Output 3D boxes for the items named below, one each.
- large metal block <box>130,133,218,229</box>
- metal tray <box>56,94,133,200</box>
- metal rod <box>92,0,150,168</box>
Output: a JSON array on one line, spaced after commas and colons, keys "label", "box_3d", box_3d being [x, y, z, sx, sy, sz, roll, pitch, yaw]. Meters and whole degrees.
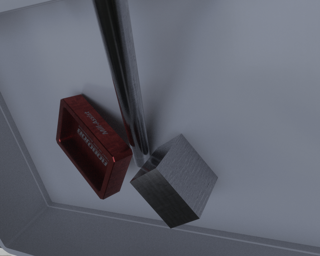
[{"label": "large metal block", "box_3d": [0.021, 0.067, 0.402, 0.050, 0.080, 0.080, -34, 100, 38]}, {"label": "metal tray", "box_3d": [-0.098, 0.025, 0.439, 0.130, 0.030, 0.089, 44, 134, 25]}, {"label": "metal rod", "box_3d": [-0.031, -0.030, 0.324, 0.025, 0.025, 0.299, 22, 153, 15]}]
